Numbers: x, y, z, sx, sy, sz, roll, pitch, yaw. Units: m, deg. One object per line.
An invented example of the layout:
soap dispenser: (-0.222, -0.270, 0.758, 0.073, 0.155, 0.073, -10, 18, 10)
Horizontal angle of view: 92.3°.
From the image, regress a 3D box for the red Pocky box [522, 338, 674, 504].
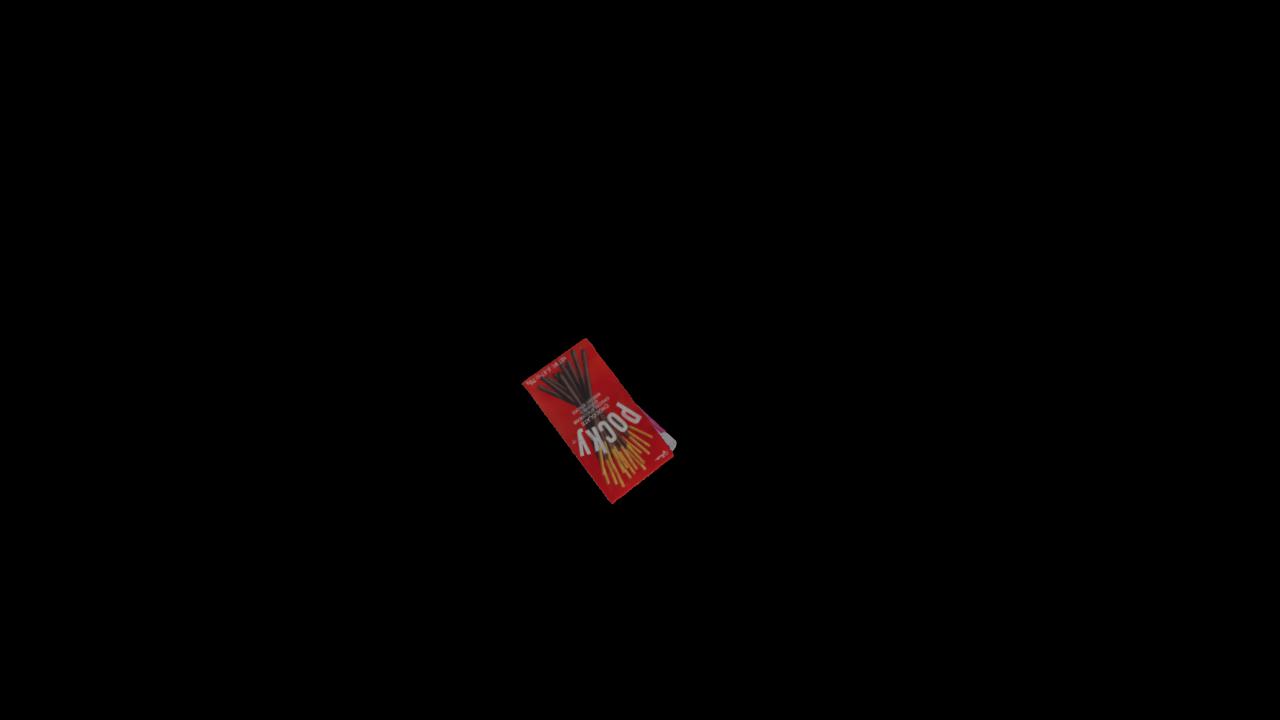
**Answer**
red Pocky box: (-0.042, 0.061, 0.631, 0.083, 0.155, 0.028, -37, -3, -10)

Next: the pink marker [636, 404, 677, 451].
pink marker: (-0.005, 0.060, 0.674, 0.020, 0.020, 0.121, 0, 31, -44)
